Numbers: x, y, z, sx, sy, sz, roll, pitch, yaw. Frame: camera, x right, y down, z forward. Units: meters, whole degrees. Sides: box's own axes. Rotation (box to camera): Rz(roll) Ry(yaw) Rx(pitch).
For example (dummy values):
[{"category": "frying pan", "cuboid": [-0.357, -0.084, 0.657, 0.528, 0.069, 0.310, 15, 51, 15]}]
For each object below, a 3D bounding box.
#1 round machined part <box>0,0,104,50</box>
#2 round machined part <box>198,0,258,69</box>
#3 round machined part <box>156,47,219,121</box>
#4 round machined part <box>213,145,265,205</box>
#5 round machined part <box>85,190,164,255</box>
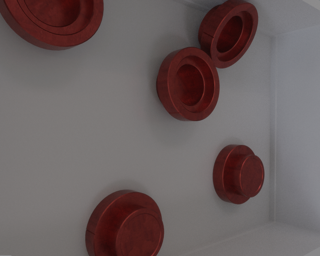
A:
[{"category": "round machined part", "cuboid": [-0.109, -0.125, 0.304, 0.099, 0.042, 0.097, 0, 90, -40]}, {"category": "round machined part", "cuboid": [0.095, -0.141, 0.455, 0.099, 0.042, 0.097, -29, 142, -26]}, {"category": "round machined part", "cuboid": [0.034, -0.058, 0.423, 0.099, 0.042, 0.097, 0, 90, -40]}, {"category": "round machined part", "cuboid": [0.135, 0.077, 0.509, 0.099, 0.042, 0.097, 0, 90, -40]}, {"category": "round machined part", "cuboid": [-0.034, 0.125, 0.367, 0.099, 0.042, 0.097, 0, 90, -40]}]
